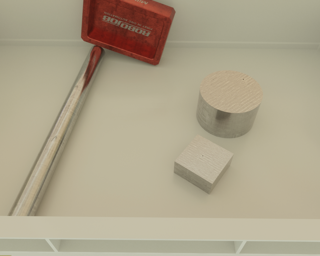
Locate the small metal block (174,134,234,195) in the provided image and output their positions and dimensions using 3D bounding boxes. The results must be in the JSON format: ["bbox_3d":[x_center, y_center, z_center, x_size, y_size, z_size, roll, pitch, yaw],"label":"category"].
[{"bbox_3d":[0.052,0.042,0.370,0.050,0.025,0.050,30,56,22],"label":"small metal block"}]

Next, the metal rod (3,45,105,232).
[{"bbox_3d":[-0.125,-0.012,0.413,0.025,0.025,0.300,7,50,5],"label":"metal rod"}]

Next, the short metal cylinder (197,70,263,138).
[{"bbox_3d":[0.092,-0.033,0.418,0.081,0.050,0.080,0,50,0],"label":"short metal cylinder"}]

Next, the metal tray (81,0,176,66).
[{"bbox_3d":[-0.051,-0.158,0.476,0.131,0.089,0.030,19,48,-3],"label":"metal tray"}]
